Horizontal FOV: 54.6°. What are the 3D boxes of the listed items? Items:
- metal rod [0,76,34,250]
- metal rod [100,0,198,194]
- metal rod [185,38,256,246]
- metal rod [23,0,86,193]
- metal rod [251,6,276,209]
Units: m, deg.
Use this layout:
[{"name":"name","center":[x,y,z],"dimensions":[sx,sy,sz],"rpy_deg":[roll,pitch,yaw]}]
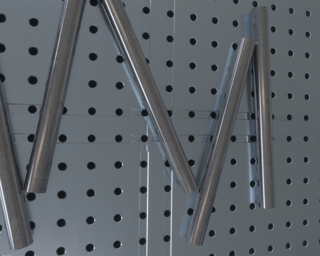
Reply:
[{"name":"metal rod","center":[-0.183,-0.013,0.345],"dimensions":[0.025,0.025,0.298],"rpy_deg":[-11,94,-20]},{"name":"metal rod","center":[-0.016,-0.052,0.406],"dimensions":[0.025,0.025,0.299],"rpy_deg":[-25,99,-18]},{"name":"metal rod","center":[0.088,0.015,0.444],"dimensions":[0.025,0.025,0.299],"rpy_deg":[18,84,-19]},{"name":"metal rod","center":[-0.118,-0.074,0.368],"dimensions":[0.025,0.025,0.299],"rpy_deg":[12,86,-20]},{"name":"metal rod","center":[0.156,-0.030,0.469],"dimensions":[0.025,0.025,0.298],"rpy_deg":[-3,91,-20]}]
